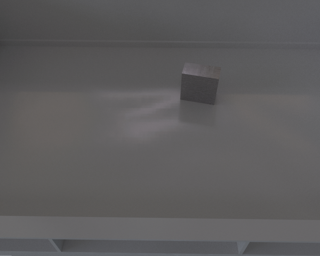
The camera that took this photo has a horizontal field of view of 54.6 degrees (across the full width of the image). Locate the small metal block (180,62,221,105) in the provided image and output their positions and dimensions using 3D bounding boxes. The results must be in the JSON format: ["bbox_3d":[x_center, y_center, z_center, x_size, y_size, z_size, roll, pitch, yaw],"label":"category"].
[{"bbox_3d":[0.057,-0.063,0.442,0.050,0.050,0.025,10,51,8],"label":"small metal block"}]
